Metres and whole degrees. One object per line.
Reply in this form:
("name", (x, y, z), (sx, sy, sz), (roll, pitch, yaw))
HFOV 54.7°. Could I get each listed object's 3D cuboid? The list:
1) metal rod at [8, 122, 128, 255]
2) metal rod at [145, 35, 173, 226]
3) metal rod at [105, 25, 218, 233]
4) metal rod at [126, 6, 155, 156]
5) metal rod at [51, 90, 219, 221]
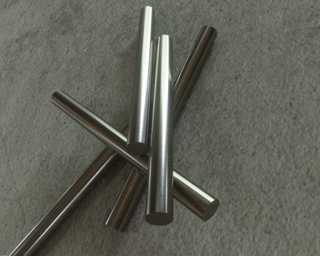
("metal rod", (-0.106, 0.082, 0.407), (0.300, 0.025, 0.025), (-49, 52, -7))
("metal rod", (0.003, -0.027, 0.377), (0.025, 0.025, 0.300), (-17, 42, 18))
("metal rod", (0.010, -0.012, 0.405), (0.025, 0.025, 0.300), (14, 68, 33))
("metal rod", (-0.023, -0.088, 0.436), (0.025, 0.025, 0.300), (-17, 45, 18))
("metal rod", (-0.053, 0.016, 0.386), (0.300, 0.025, 0.025), (31, 79, 37))
